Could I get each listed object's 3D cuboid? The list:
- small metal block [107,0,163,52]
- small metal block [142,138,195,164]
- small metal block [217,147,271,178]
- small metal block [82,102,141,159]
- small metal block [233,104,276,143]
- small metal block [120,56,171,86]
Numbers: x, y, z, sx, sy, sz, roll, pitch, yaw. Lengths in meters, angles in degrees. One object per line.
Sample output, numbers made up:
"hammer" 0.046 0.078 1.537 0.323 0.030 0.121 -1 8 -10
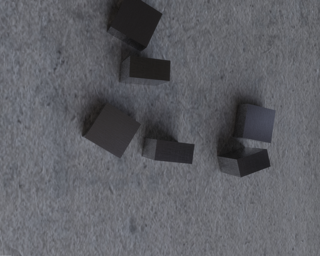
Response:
"small metal block" -0.032 -0.135 0.398 0.050 0.025 0.050 27 81 -19
"small metal block" 0.010 0.029 0.400 0.050 0.050 0.025 8 88 -20
"small metal block" 0.118 0.047 0.441 0.050 0.050 0.025 -15 96 -20
"small metal block" -0.060 0.003 0.387 0.050 0.025 0.050 34 79 -17
"small metal block" 0.141 -0.006 0.463 0.050 0.025 0.050 11 86 -20
"small metal block" -0.020 -0.070 0.389 0.050 0.050 0.025 2 90 -20
